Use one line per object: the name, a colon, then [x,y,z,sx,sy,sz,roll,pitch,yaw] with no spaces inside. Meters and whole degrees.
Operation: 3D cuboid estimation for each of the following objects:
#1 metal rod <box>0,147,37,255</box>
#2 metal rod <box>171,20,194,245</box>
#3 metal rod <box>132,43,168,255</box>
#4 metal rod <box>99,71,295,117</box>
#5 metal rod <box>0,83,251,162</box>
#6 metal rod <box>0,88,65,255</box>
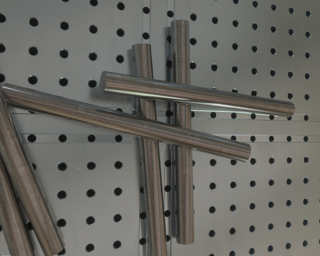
metal rod: [-0.172,0.086,0.349,0.025,0.025,0.299,-16,96,-19]
metal rod: [0.031,0.006,0.423,0.025,0.025,0.298,-2,91,-20]
metal rod: [-0.012,0.042,0.407,0.025,0.025,0.298,-5,92,-20]
metal rod: [0.069,-0.040,0.415,0.302,0.025,0.025,5,89,-29]
metal rod: [-0.032,-0.003,0.376,0.302,0.025,0.025,14,85,-11]
metal rod: [-0.167,0.005,0.334,0.025,0.025,0.299,-21,104,-19]
